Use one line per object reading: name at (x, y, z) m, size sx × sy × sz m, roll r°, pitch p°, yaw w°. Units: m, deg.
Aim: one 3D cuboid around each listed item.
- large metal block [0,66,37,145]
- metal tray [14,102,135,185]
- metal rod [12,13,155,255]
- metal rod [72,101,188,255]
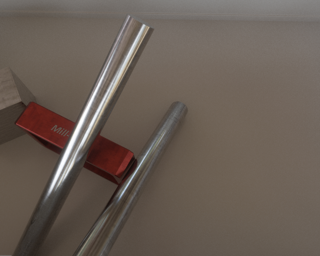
large metal block at (-0.203, -0.021, 0.386) m, size 0.080 × 0.080 × 0.050 m, roll -24°, pitch 72°, yaw -9°
metal tray at (-0.092, 0.024, 0.365) m, size 0.130 × 0.090 × 0.030 m, roll 26°, pitch 72°, yaw 8°
metal rod at (-0.087, 0.033, 0.303) m, size 0.025 × 0.025 × 0.298 m, roll 35°, pitch 111°, yaw 11°
metal rod at (-0.029, 0.061, 0.312) m, size 0.025 × 0.025 × 0.301 m, roll 24°, pitch 43°, yaw 8°
